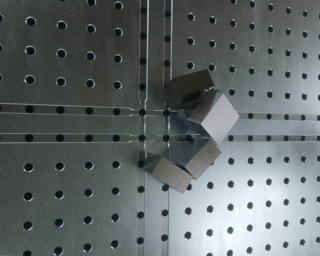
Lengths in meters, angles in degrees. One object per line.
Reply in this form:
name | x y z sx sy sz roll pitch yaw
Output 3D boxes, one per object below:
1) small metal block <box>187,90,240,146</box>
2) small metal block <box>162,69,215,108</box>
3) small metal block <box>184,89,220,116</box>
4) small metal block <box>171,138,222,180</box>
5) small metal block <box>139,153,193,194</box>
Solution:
small metal block | 0.071 -0.013 0.405 0.050 0.025 0.050 -53 128 -12
small metal block | 0.036 -0.052 0.411 0.050 0.050 0.025 -18 82 -19
small metal block | 0.072 -0.020 0.441 0.050 0.025 0.050 -37 102 -17
small metal block | 0.047 0.040 0.418 0.050 0.050 0.025 -45 105 -15
small metal block | 0.007 0.058 0.403 0.050 0.050 0.025 35 79 -17
